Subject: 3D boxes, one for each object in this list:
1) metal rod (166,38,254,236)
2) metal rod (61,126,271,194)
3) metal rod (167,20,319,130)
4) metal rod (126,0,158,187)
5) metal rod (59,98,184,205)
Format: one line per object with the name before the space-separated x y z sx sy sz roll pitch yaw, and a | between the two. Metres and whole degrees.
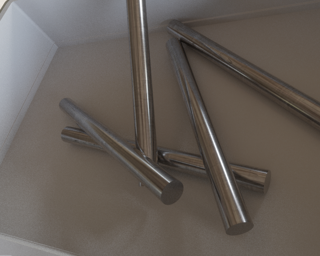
metal rod | 0.045 -0.019 0.371 0.025 0.025 0.300 -25 46 13
metal rod | -0.016 0.032 0.394 0.300 0.025 0.025 10 67 32
metal rod | 0.103 -0.077 0.398 0.025 0.025 0.300 -43 51 -2
metal rod | -0.024 -0.080 0.383 0.025 0.025 0.299 -9 79 23
metal rod | -0.071 0.010 0.396 0.025 0.025 0.300 -51 39 -7
